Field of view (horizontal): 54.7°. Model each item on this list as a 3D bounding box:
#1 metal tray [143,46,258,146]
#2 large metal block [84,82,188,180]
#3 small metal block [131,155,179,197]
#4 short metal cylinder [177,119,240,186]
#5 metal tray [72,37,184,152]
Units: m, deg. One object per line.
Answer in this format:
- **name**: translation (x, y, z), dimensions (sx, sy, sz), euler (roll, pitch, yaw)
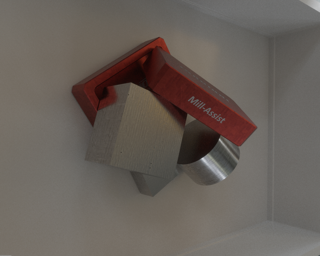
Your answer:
- **metal tray**: translation (0.044, -0.039, 0.363), dimensions (0.131, 0.090, 0.030), euler (31, 108, -21)
- **large metal block**: translation (-0.023, 0.006, 0.329), dimensions (0.080, 0.050, 0.080), euler (21, 77, -38)
- **small metal block**: translation (-0.009, 0.052, 0.399), dimensions (0.050, 0.025, 0.050), euler (-36, 112, -34)
- **short metal cylinder**: translation (0.061, 0.031, 0.423), dimensions (0.050, 0.080, 0.080), euler (47, 62, -30)
- **metal tray**: translation (-0.029, -0.043, 0.378), dimensions (0.131, 0.030, 0.090), euler (-41, 115, -32)
